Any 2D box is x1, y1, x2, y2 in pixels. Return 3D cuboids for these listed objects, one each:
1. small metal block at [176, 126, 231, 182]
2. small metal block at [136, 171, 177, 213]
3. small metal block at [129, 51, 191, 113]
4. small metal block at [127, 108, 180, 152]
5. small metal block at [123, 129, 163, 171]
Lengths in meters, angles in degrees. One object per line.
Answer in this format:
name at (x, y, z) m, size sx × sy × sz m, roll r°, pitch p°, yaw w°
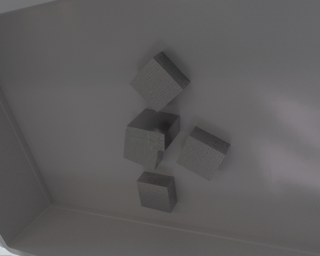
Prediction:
small metal block at (0.055, 0.033, 0.400) m, size 0.050 × 0.025 × 0.050 m, roll 29°, pitch 128°, yaw 10°
small metal block at (-0.004, 0.097, 0.471) m, size 0.050 × 0.025 × 0.050 m, roll 6°, pitch 121°, yaw 25°
small metal block at (0.000, -0.055, 0.375) m, size 0.050 × 0.025 × 0.050 m, roll 46°, pitch 129°, yaw -5°
small metal block at (-0.007, 0.001, 0.397) m, size 0.050 × 0.050 × 0.025 m, roll 13°, pitch 124°, yaw 21°
small metal block at (-0.022, 0.025, 0.436) m, size 0.050 × 0.025 × 0.050 m, roll 20°, pitch 126°, yaw 16°
